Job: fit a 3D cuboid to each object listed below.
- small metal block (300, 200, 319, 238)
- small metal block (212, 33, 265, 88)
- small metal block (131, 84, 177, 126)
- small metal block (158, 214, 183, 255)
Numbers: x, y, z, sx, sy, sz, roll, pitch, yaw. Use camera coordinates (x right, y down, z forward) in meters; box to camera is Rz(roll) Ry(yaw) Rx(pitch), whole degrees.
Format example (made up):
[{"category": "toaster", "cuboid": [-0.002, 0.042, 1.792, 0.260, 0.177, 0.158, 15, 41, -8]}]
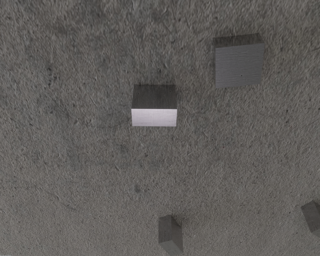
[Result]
[{"category": "small metal block", "cuboid": [0.275, 0.160, 0.530, 0.050, 0.050, 0.025, 32, 123, -24]}, {"category": "small metal block", "cuboid": [0.085, -0.074, 0.345, 0.050, 0.025, 0.050, -5, 130, 4]}, {"category": "small metal block", "cuboid": [-0.006, -0.028, 0.367, 0.050, 0.050, 0.025, 1, 130, -1]}, {"category": "small metal block", "cuboid": [0.019, 0.192, 0.555, 0.025, 0.050, 0.050, -20, 128, 16]}]
